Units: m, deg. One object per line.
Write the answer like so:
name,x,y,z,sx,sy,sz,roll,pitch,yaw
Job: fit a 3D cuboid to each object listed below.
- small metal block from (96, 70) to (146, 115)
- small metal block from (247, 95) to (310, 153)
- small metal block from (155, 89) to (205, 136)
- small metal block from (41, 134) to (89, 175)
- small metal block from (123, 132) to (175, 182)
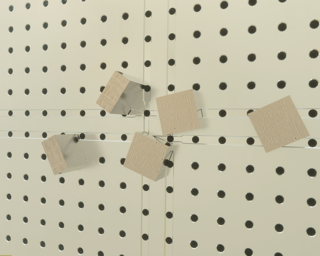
small metal block,-0.052,-0.046,0.418,0.025,0.050,0.050,37,102,16
small metal block,0.138,-0.004,0.364,0.050,0.025,0.050,-26,82,18
small metal block,0.026,-0.020,0.404,0.050,0.025,0.050,-12,86,19
small metal block,-0.136,0.037,0.448,0.025,0.050,0.050,-27,81,18
small metal block,-0.015,0.037,0.418,0.050,0.025,0.050,23,98,18
